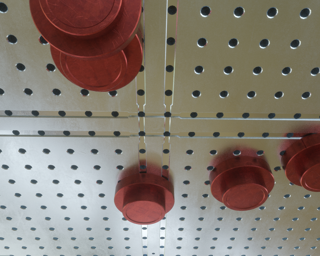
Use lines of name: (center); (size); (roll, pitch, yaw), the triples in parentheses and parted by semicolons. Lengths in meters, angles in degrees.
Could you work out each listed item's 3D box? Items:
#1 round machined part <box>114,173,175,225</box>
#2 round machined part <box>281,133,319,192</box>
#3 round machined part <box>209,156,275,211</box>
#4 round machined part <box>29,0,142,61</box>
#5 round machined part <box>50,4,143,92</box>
round machined part: (-0.025, 0.121, 0.503); (0.099, 0.042, 0.097); (0, 130, 0)
round machined part: (0.234, 0.056, 0.452); (0.099, 0.042, 0.097); (0, 130, 0)
round machined part: (0.128, 0.092, 0.481); (0.099, 0.042, 0.097); (0, 130, 0)
round machined part: (-0.066, -0.111, 0.273); (0.099, 0.042, 0.097); (0, 94, -2)
round machined part: (-0.068, -0.079, 0.333); (0.099, 0.042, 0.097); (0, 130, 0)
